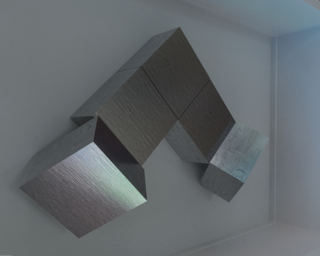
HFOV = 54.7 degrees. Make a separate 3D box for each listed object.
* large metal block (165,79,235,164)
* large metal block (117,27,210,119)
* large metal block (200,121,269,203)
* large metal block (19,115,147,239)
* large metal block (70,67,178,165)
[{"bbox_3d":[0.050,-0.009,0.429,0.080,0.050,0.080,-51,120,-27],"label":"large metal block"},{"bbox_3d":[0.007,-0.067,0.393,0.080,0.050,0.080,-51,120,-27],"label":"large metal block"},{"bbox_3d":[0.106,0.050,0.449,0.080,0.050,0.080,-51,164,-27],"label":"large metal block"},{"bbox_3d":[-0.070,0.048,0.301,0.080,0.050,0.080,-31,117,10],"label":"large metal block"},{"bbox_3d":[-0.038,-0.011,0.356,0.080,0.050,0.080,-51,120,-27],"label":"large metal block"}]
